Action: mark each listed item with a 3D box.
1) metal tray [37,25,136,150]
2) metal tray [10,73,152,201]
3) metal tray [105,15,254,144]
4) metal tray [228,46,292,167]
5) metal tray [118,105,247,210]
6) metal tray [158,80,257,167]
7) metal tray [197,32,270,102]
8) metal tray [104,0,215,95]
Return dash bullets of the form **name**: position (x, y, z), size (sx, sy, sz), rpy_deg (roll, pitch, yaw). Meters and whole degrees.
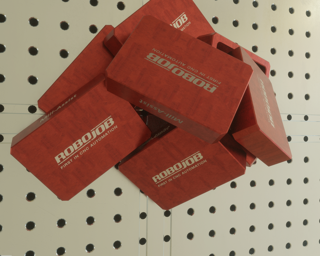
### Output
- **metal tray**: position (-0.072, -0.049, 0.382), size (0.090, 0.030, 0.130), rpy_deg (41, 77, -16)
- **metal tray**: position (-0.086, 0.011, 0.354), size (0.130, 0.030, 0.090), rpy_deg (-38, 118, -5)
- **metal tray**: position (0.021, -0.052, 0.324), size (0.130, 0.030, 0.090), rpy_deg (27, 66, 2)
- **metal tray**: position (0.118, -0.028, 0.386), size (0.090, 0.030, 0.130), rpy_deg (33, 43, -38)
- **metal tray**: position (0.024, 0.041, 0.372), size (0.090, 0.130, 0.030), rpy_deg (45, 34, -16)
- **metal tray**: position (0.062, -0.008, 0.401), size (0.130, 0.090, 0.030), rpy_deg (46, 76, -14)
- **metal tray**: position (0.097, -0.063, 0.422), size (0.131, 0.030, 0.090), rpy_deg (12, 85, -40)
- **metal tray**: position (0.005, -0.114, 0.391), size (0.090, 0.030, 0.130), rpy_deg (49, 61, -15)
